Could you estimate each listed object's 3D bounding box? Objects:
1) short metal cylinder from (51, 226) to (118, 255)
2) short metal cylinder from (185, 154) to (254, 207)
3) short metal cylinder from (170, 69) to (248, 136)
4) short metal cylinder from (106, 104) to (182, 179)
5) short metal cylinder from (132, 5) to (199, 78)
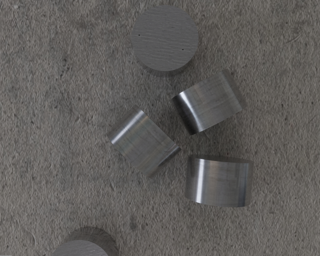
[{"bbox_3d":[-0.097,0.174,0.397,0.081,0.050,0.080,0,90,0],"label":"short metal cylinder"},{"bbox_3d":[0.073,0.062,0.383,0.080,0.080,0.050,5,90,0],"label":"short metal cylinder"},{"bbox_3d":[0.060,-0.031,0.383,0.080,0.080,0.050,-28,90,0],"label":"short metal cylinder"},{"bbox_3d":[-0.019,0.016,0.382,0.080,0.080,0.050,45,90,0],"label":"short metal cylinder"},{"bbox_3d":[0.006,-0.108,0.397,0.081,0.050,0.080,0,90,0],"label":"short metal cylinder"}]
